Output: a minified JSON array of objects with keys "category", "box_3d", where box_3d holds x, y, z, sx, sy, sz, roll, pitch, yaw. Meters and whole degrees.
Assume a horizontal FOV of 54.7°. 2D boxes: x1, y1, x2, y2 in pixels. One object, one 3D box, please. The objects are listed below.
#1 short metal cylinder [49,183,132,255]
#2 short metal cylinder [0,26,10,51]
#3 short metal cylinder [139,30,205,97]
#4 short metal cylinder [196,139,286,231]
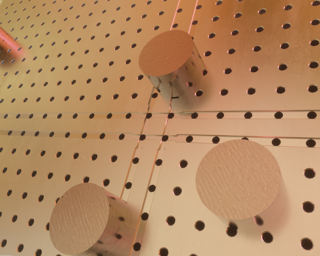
[{"category":"short metal cylinder","box_3d":[-0.081,0.111,0.365,0.080,0.050,0.080,-13,56,20]},{"category":"short metal cylinder","box_3d":[-0.408,-0.214,0.734,0.080,0.050,0.080,-13,56,20]},{"category":"short metal cylinder","box_3d":[0.017,-0.091,0.438,0.080,0.050,0.080,-13,56,20]},{"category":"short metal cylinder","box_3d":[0.082,0.058,0.313,0.080,0.050,0.080,-13,56,21]}]
